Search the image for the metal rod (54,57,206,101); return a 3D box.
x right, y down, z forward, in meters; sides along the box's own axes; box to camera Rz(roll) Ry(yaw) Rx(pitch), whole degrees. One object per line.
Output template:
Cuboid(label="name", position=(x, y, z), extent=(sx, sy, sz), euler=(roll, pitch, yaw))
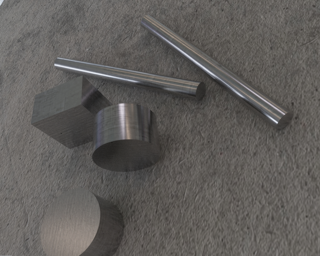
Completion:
Cuboid(label="metal rod", position=(-0.066, -0.083, 0.489), extent=(0.300, 0.025, 0.025), euler=(17, 71, 34))

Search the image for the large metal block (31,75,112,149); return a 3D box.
Cuboid(label="large metal block", position=(-0.121, -0.019, 0.444), extent=(0.080, 0.080, 0.050), euler=(-19, 55, 17))

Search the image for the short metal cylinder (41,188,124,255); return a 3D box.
Cuboid(label="short metal cylinder", position=(-0.090, 0.117, 0.363), extent=(0.080, 0.050, 0.080), euler=(-13, 56, 21))

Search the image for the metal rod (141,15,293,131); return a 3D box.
Cuboid(label="metal rod", position=(0.057, -0.094, 0.431), extent=(0.025, 0.025, 0.300), euler=(-42, 51, -1))

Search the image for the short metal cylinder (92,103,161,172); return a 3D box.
Cuboid(label="short metal cylinder", position=(-0.042, 0.014, 0.382), extent=(0.080, 0.080, 0.050), euler=(-19, 55, 17))
